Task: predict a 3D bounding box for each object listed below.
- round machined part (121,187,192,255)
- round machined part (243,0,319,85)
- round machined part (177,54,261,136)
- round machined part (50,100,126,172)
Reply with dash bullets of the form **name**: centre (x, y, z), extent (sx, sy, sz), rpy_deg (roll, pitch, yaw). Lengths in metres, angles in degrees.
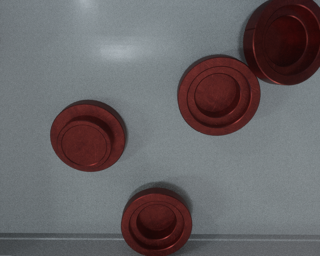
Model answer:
- **round machined part**: centre (-0.005, 0.131, 0.446), extent (0.099, 0.042, 0.097), rpy_deg (-1, 103, -2)
- **round machined part**: centre (0.139, -0.099, 0.358), extent (0.099, 0.042, 0.097), rpy_deg (-3, 101, -16)
- **round machined part**: centre (0.070, -0.043, 0.387), extent (0.099, 0.042, 0.097), rpy_deg (0, 111, 0)
- **round machined part**: centre (-0.095, 0.015, 0.407), extent (0.099, 0.042, 0.097), rpy_deg (0, 110, -1)
